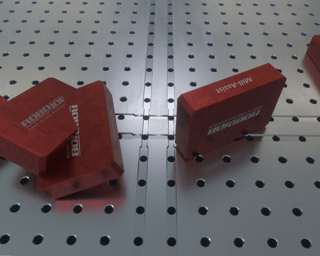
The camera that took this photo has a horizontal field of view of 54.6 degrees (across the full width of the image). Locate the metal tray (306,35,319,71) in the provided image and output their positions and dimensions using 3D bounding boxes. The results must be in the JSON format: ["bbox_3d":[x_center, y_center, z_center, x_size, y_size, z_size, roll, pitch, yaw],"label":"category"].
[{"bbox_3d":[0.322,-0.116,0.503,0.131,0.030,0.090,-5,50,-4],"label":"metal tray"}]

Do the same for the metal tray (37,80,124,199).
[{"bbox_3d":[-0.099,0.010,0.375,0.090,0.030,0.130,-19,53,6],"label":"metal tray"}]

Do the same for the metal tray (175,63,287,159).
[{"bbox_3d":[0.084,-0.020,0.382,0.131,0.090,0.030,-21,53,-17],"label":"metal tray"}]

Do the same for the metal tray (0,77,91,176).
[{"bbox_3d":[-0.138,-0.009,0.379,0.090,0.030,0.131,26,38,8],"label":"metal tray"}]

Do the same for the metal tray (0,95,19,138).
[{"bbox_3d":[-0.250,0.008,0.396,0.090,0.030,0.131,31,56,23],"label":"metal tray"}]
